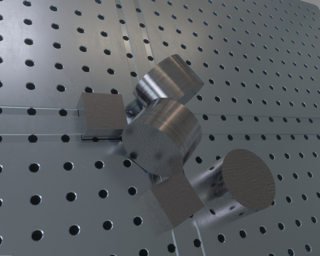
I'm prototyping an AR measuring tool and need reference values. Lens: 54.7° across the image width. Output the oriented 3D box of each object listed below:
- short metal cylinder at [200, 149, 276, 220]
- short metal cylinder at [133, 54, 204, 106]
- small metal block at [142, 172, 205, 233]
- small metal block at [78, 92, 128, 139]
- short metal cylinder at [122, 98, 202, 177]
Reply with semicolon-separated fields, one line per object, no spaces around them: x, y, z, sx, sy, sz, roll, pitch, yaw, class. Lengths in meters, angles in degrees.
0.100;0.074;0.401;0.081;0.050;0.080;14;56;-21;short metal cylinder
0.011;-0.051;0.410;0.050;0.080;0.081;50;51;6;short metal cylinder
0.016;0.086;0.365;0.050;0.025;0.050;-24;75;-37;small metal block
-0.070;-0.015;0.379;0.050;0.025;0.050;0;62;-28;small metal block
0.003;0.012;0.367;0.080;0.080;0.050;40;50;-1;short metal cylinder
